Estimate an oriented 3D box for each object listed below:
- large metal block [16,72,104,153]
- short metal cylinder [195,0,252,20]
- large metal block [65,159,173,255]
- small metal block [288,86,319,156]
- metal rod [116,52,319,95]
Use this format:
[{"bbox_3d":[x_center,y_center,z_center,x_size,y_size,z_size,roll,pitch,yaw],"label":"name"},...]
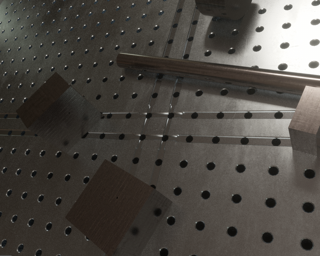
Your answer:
[{"bbox_3d":[-0.147,-0.022,0.461,0.080,0.080,0.050,-46,51,-4],"label":"large metal block"},{"bbox_3d":[0.094,-0.201,0.446,0.050,0.080,0.080,25,76,36],"label":"short metal cylinder"},{"bbox_3d":[-0.047,0.094,0.358,0.080,0.050,0.080,24,74,36],"label":"large metal block"},{"bbox_3d":[0.154,-0.007,0.315,0.025,0.050,0.050,18,71,35],"label":"small metal block"},{"bbox_3d":[0.058,-0.078,0.424,0.300,0.025,0.025,15,70,33],"label":"metal rod"}]
